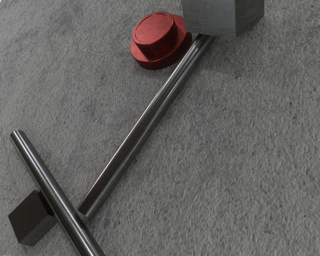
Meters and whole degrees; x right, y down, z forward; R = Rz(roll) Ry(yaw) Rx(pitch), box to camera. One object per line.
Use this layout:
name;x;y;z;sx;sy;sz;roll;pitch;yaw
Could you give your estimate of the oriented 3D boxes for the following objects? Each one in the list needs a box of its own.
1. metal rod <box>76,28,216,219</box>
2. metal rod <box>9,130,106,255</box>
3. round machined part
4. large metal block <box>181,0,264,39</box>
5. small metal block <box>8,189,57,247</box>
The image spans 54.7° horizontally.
metal rod;-0.012;-0.015;0.417;0.025;0.025;0.300;25;75;36
metal rod;-0.147;0.089;0.424;0.025;0.025;0.300;-47;52;-5
round machined part;-0.004;-0.142;0.480;0.098;0.042;0.098;-13;56;20
large metal block;0.088;-0.168;0.426;0.080;0.050;0.080;21;49;35
small metal block;-0.170;0.121;0.417;0.050;0.025;0.050;-45;51;-4
